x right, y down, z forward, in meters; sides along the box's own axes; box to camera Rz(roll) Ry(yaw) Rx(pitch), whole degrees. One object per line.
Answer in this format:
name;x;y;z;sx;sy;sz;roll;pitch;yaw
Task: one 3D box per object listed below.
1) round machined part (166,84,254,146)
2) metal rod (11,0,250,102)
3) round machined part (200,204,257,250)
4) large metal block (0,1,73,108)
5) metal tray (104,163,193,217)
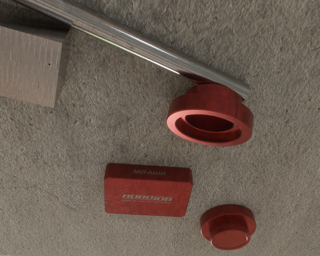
round machined part;0.060;-0.017;0.365;0.098;0.042;0.098;11;157;5
metal rod;-0.034;-0.093;0.327;0.302;0.025;0.025;21;127;-18
round machined part;0.122;0.182;0.553;0.099;0.042;0.097;0;130;0
large metal block;-0.142;-0.076;0.325;0.081;0.050;0.079;14;129;-12
metal tray;-0.020;0.100;0.489;0.131;0.030;0.089;4;130;-4
